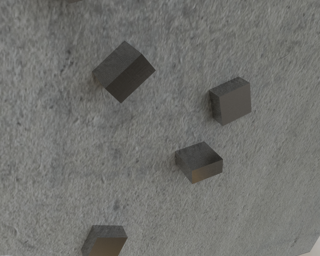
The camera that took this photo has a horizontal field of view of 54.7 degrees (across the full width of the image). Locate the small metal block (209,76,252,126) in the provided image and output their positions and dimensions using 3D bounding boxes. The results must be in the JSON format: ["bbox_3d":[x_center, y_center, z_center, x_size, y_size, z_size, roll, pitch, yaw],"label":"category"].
[{"bbox_3d":[0.101,-0.038,0.441,0.050,0.025,0.050,-25,128,-13],"label":"small metal block"}]

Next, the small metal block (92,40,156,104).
[{"bbox_3d":[-0.040,-0.061,0.332,0.050,0.050,0.025,-43,130,1],"label":"small metal block"}]

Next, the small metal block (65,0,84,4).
[{"bbox_3d":[-0.078,-0.138,0.263,0.025,0.050,0.050,-22,127,-15],"label":"small metal block"}]

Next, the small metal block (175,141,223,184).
[{"bbox_3d":[0.057,0.050,0.454,0.050,0.050,0.025,-17,126,-19],"label":"small metal block"}]

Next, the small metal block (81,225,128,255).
[{"bbox_3d":[-0.085,0.176,0.471,0.050,0.025,0.050,14,111,-34],"label":"small metal block"}]
